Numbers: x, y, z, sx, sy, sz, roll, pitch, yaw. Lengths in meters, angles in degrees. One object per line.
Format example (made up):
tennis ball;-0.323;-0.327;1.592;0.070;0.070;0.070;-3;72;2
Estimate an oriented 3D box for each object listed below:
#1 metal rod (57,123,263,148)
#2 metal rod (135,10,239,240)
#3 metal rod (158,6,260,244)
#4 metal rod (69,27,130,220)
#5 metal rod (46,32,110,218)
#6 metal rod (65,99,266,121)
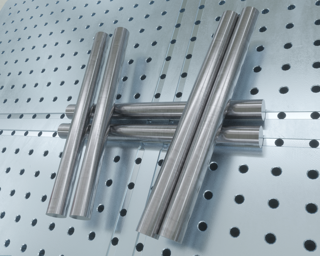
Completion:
metal rod;-0.020;0.007;0.416;0.300;0.025;0.025;1;62;28
metal rod;0.041;-0.020;0.369;0.025;0.025;0.300;10;66;32
metal rod;0.064;-0.020;0.357;0.025;0.025;0.300;10;66;32
metal rod;-0.078;-0.025;0.435;0.025;0.025;0.300;-7;58;24
metal rod;-0.112;-0.023;0.451;0.025;0.025;0.300;-8;58;24
metal rod;-0.012;-0.024;0.431;0.300;0.025;0.025;1;62;28
